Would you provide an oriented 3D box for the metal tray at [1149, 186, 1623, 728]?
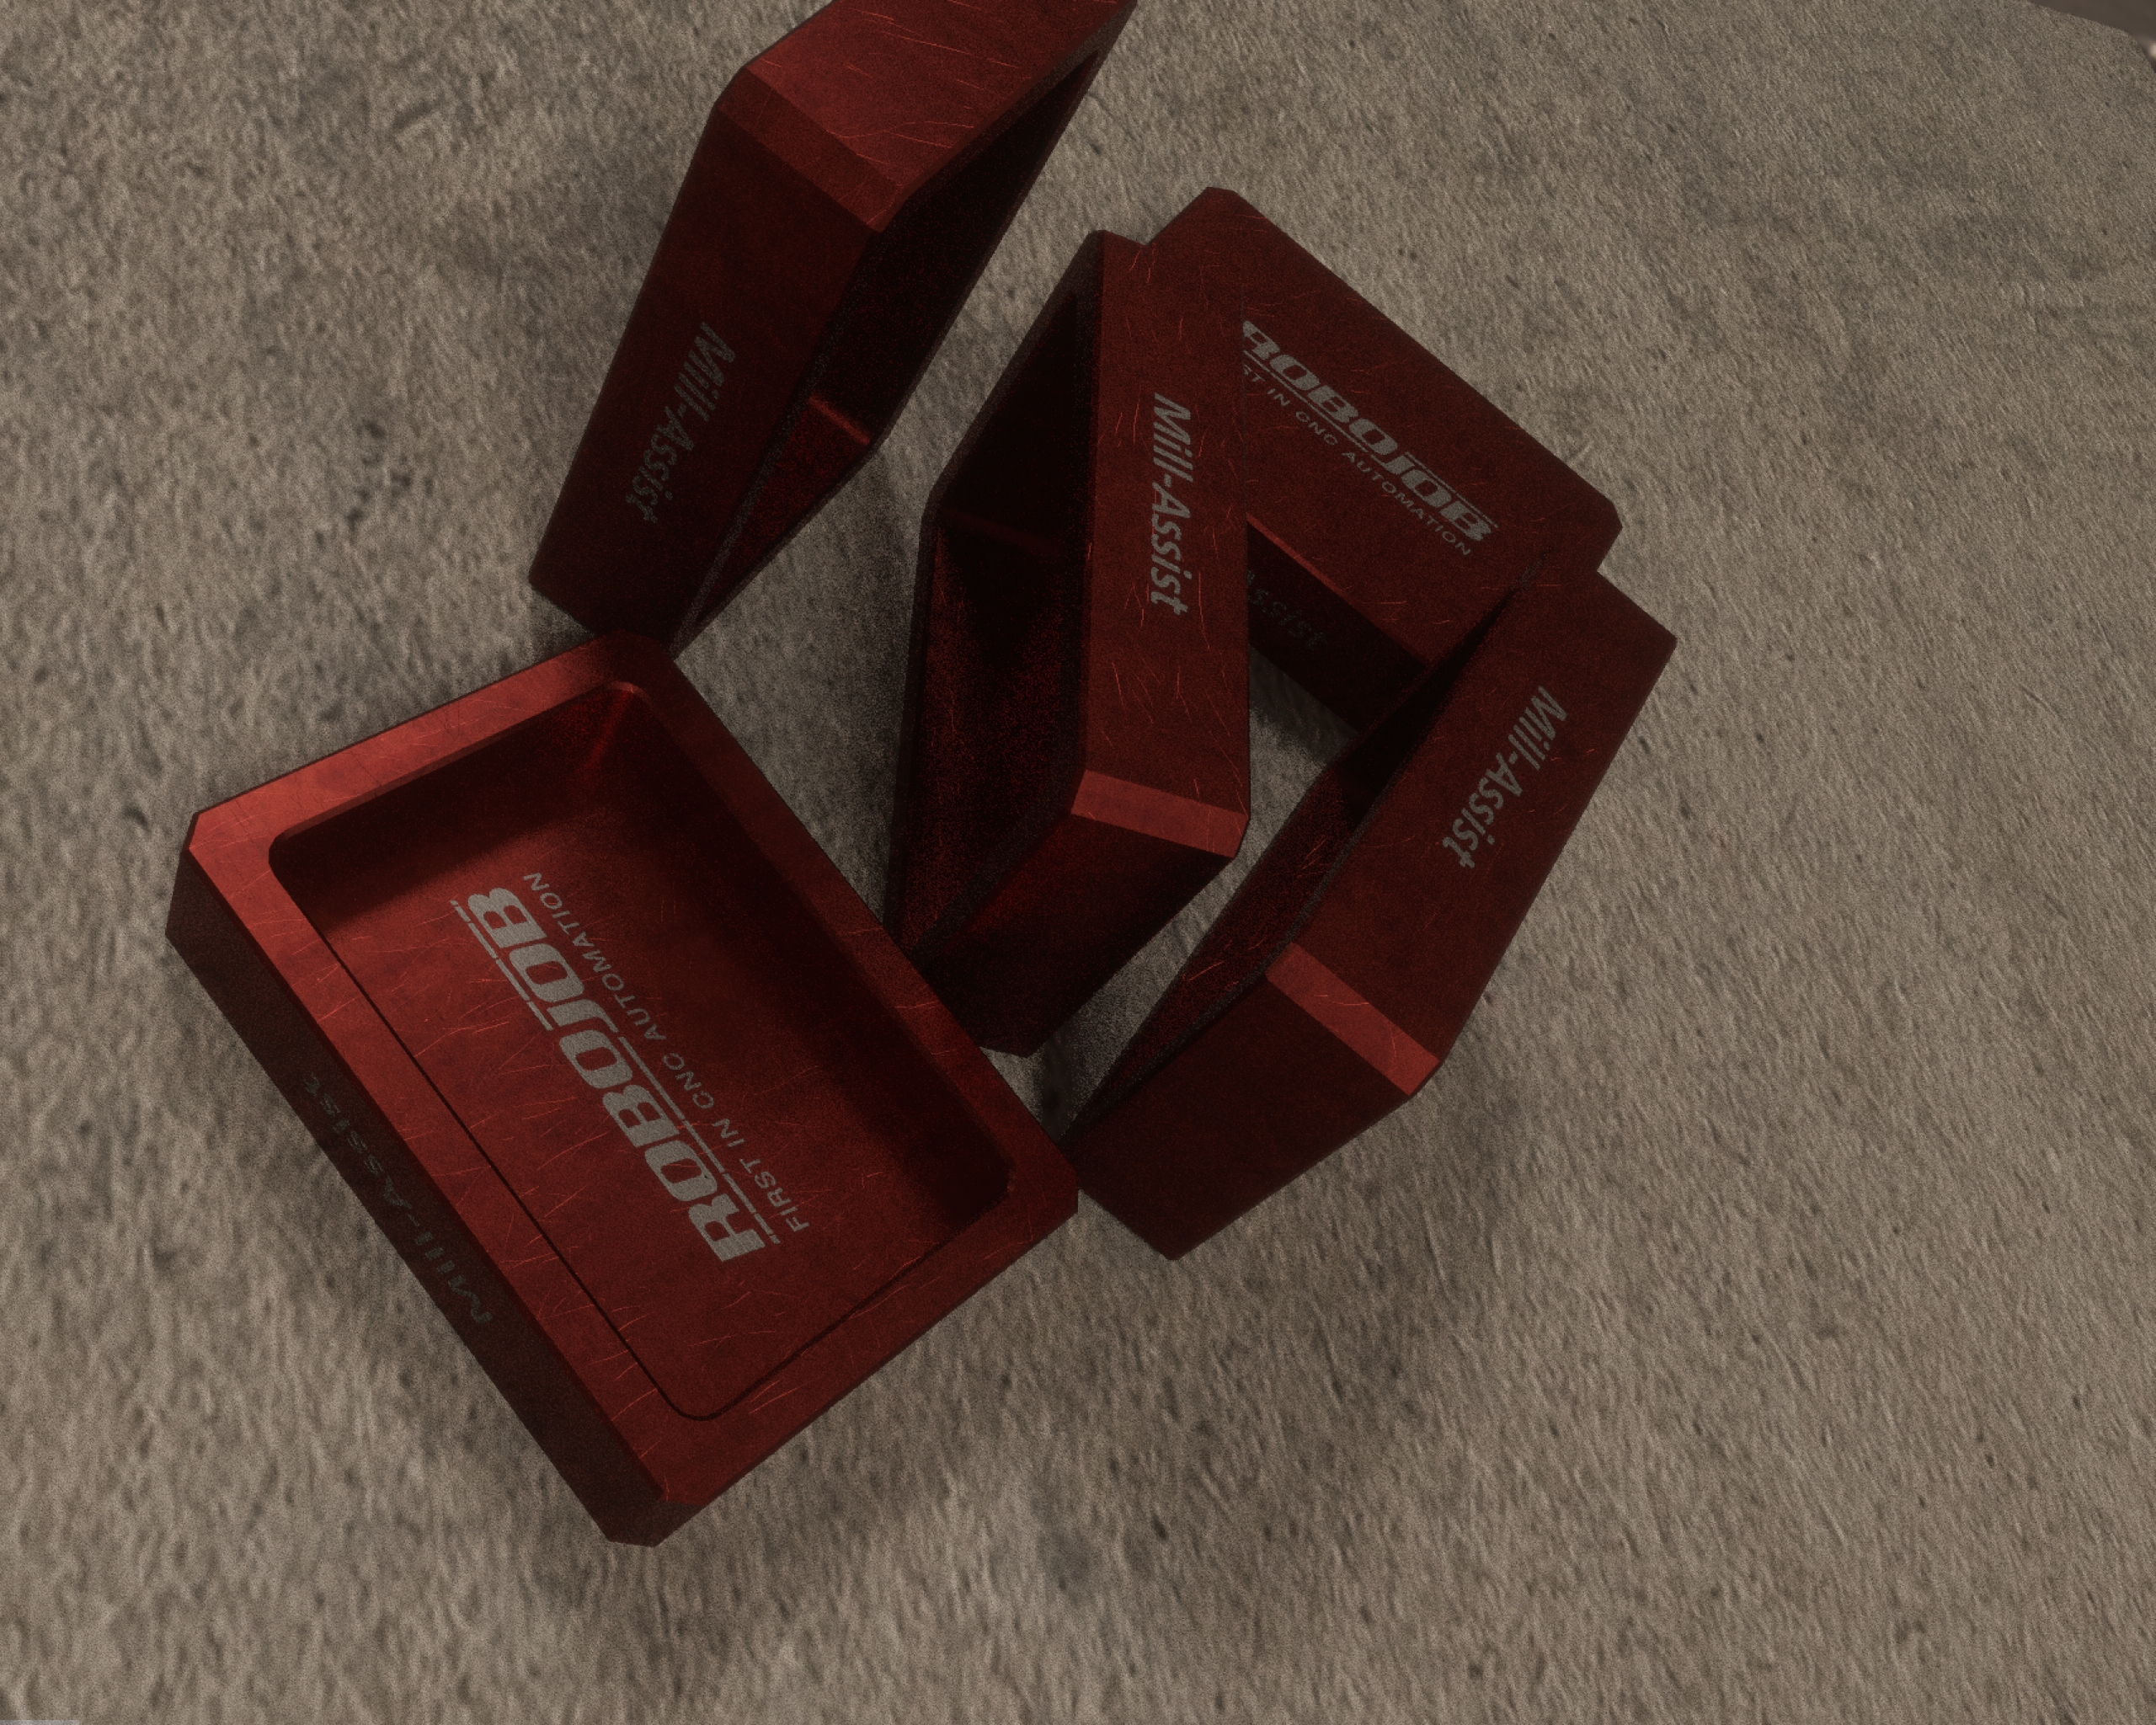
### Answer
[{"bbox_3d":[0.057,-0.091,0.490,0.130,0.030,0.090,39,51,-2],"label":"metal tray"}]

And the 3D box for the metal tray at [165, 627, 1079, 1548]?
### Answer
[{"bbox_3d":[-0.073,0.032,0.344,0.091,0.030,0.130,-33,80,-38],"label":"metal tray"}]

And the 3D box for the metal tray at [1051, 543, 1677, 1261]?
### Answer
[{"bbox_3d":[0.055,0.006,0.391,0.030,0.090,0.131,40,51,-2],"label":"metal tray"}]

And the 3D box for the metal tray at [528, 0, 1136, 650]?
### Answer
[{"bbox_3d":[-0.047,-0.101,0.376,0.030,0.129,0.090,38,51,-4],"label":"metal tray"}]

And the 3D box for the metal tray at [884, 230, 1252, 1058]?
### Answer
[{"bbox_3d":[-0.003,-0.040,0.387,0.030,0.090,0.130,16,55,-20],"label":"metal tray"}]
